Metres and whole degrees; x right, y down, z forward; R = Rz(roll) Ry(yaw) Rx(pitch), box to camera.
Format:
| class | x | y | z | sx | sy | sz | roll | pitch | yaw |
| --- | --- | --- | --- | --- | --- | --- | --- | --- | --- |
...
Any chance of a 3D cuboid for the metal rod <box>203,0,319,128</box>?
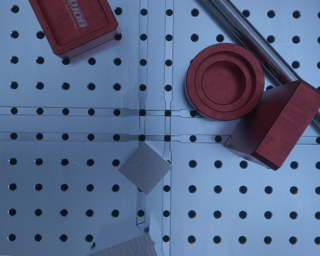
| class | x | y | z | sx | sy | sz | roll | pitch | yaw |
| --- | --- | --- | --- | --- | --- | --- | --- | --- | --- |
| metal rod | 0.141 | -0.100 | 0.415 | 0.025 | 0.025 | 0.300 | -43 | 91 | 0 |

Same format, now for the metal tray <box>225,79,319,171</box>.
| class | x | y | z | sx | sy | sz | roll | pitch | yaw |
| --- | --- | --- | --- | --- | --- | --- | --- | --- | --- |
| metal tray | 0.125 | -0.003 | 0.363 | 0.030 | 0.130 | 0.090 | 33 | 90 | 0 |

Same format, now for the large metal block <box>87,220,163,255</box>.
| class | x | y | z | sx | sy | sz | roll | pitch | yaw |
| --- | --- | --- | --- | --- | --- | --- | --- | --- | --- |
| large metal block | -0.038 | 0.178 | 0.401 | 0.080 | 0.050 | 0.080 | -20 | 90 | -1 |

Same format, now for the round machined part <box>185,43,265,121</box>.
| class | x | y | z | sx | sy | sz | roll | pitch | yaw |
| --- | --- | --- | --- | --- | --- | --- | --- | --- | --- |
| round machined part | 0.081 | -0.058 | 0.406 | 0.099 | 0.042 | 0.097 | 0 | 90 | -1 |

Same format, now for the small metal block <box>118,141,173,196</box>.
| class | x | y | z | sx | sy | sz | roll | pitch | yaw |
| --- | --- | --- | --- | --- | --- | --- | --- | --- | --- |
| small metal block | -0.019 | 0.052 | 0.413 | 0.050 | 0.025 | 0.050 | 42 | 90 | -1 |

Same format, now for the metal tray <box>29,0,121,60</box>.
| class | x | y | z | sx | sy | sz | roll | pitch | yaw |
| --- | --- | --- | --- | --- | --- | --- | --- | --- | --- |
| metal tray | -0.120 | -0.168 | 0.409 | 0.090 | 0.030 | 0.129 | -25 | 90 | -1 |
